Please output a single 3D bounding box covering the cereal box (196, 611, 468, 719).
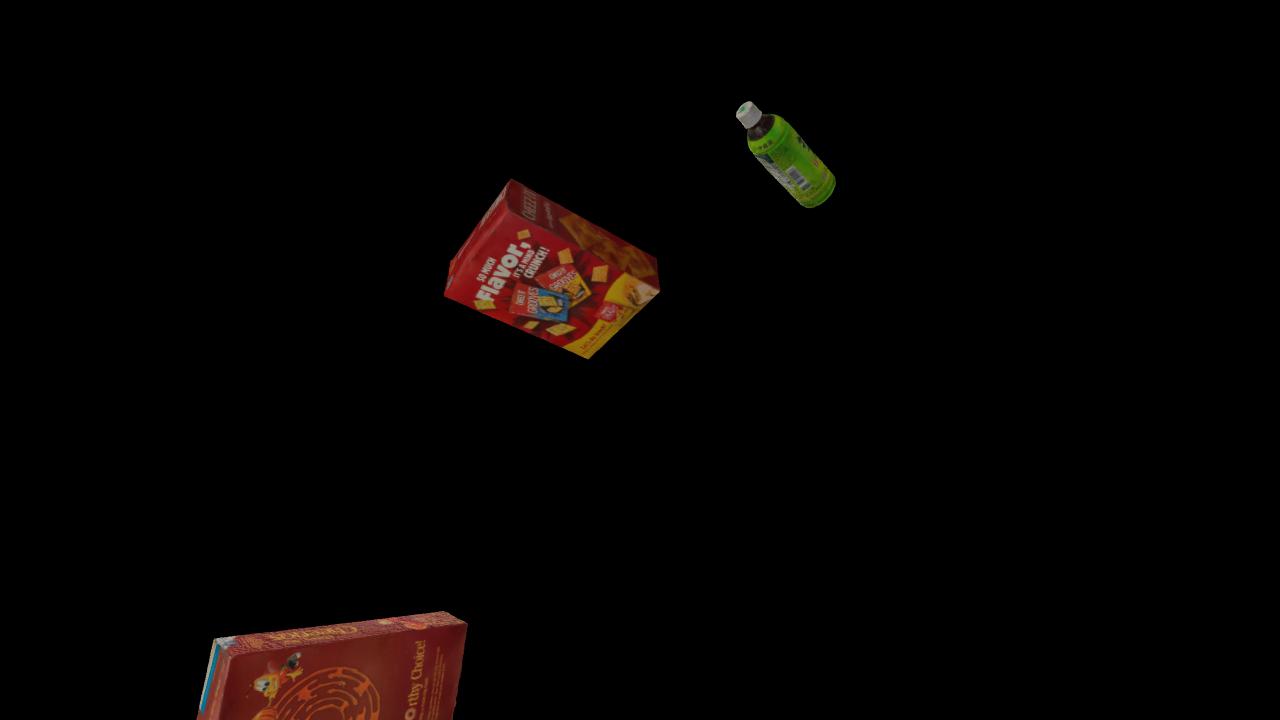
[{"bbox_3d":[-0.384,0.446,0.783,0.081,0.203,0.306,-1,-11,44],"label":"cereal box"}]

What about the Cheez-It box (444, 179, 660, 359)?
[{"bbox_3d":[-0.110,-0.105,0.785,0.223,0.071,0.166,23,-47,-31],"label":"Cheez-It box"}]

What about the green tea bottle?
[{"bbox_3d":[0.228,-0.327,0.976,0.212,0.073,0.073,31,-20,-36],"label":"green tea bottle"}]
